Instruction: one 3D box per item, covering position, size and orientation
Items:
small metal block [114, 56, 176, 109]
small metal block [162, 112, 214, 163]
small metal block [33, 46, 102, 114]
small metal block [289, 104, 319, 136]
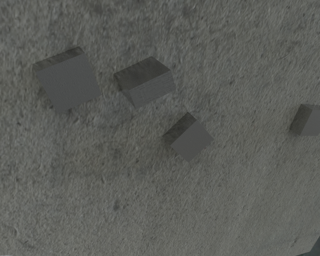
[{"bbox_3d":[-0.018,-0.053,0.350,0.050,0.050,0.025,-28,128,-11],"label":"small metal block"},{"bbox_3d":[0.040,0.014,0.439,0.050,0.025,0.050,-44,130,2],"label":"small metal block"},{"bbox_3d":[-0.096,-0.050,0.324,0.050,0.025,0.050,-26,128,-13],"label":"small metal block"},{"bbox_3d":[0.264,-0.014,0.546,0.050,0.025,0.050,1,118,-30],"label":"small metal block"}]
